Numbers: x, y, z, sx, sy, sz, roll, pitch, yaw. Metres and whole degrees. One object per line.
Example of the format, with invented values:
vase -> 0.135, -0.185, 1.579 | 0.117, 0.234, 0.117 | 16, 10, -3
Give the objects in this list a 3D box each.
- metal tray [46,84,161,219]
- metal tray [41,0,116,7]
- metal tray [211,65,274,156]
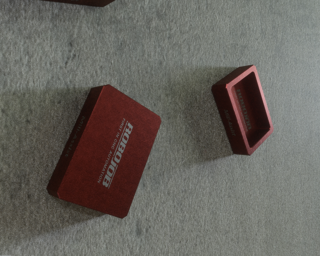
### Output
metal tray -> -0.058, 0.027, 0.354 | 0.090, 0.030, 0.130 | 32, 70, -36
metal tray -> -0.109, -0.177, 0.310 | 0.131, 0.030, 0.089 | -11, 97, -40
metal tray -> 0.143, -0.030, 0.524 | 0.091, 0.030, 0.129 | -36, 112, -34
